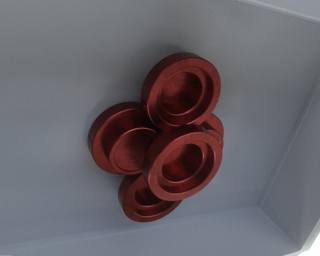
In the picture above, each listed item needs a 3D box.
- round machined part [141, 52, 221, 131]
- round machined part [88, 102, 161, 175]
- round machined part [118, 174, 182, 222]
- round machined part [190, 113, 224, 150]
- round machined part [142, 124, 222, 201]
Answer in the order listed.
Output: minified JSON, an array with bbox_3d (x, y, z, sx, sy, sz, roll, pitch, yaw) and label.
[{"bbox_3d":[0.022,-0.046,0.380,0.099,0.042,0.097,-14,125,-21],"label":"round machined part"},{"bbox_3d":[-0.037,0.020,0.389,0.099,0.042,0.097,-14,125,-21],"label":"round machined part"},{"bbox_3d":[-0.013,0.083,0.441,0.099,0.042,0.097,-14,125,-21],"label":"round machined part"},{"bbox_3d":[0.050,0.023,0.438,0.099,0.042,0.097,-14,125,-21],"label":"round machined part"},{"bbox_3d":[0.023,0.037,0.378,0.099,0.042,0.097,-14,125,-21],"label":"round machined part"}]
